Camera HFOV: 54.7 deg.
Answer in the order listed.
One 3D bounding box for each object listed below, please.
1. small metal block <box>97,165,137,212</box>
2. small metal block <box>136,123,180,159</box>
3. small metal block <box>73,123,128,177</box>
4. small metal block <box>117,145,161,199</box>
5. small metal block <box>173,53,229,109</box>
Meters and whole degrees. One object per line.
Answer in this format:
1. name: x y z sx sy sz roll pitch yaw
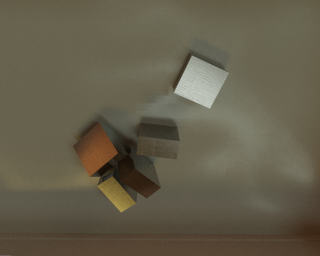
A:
1. small metal block: -0.056 0.078 0.426 0.025 0.050 0.050 -34 107 11
2. small metal block: -0.003 0.016 0.404 0.050 0.050 0.025 7 110 -3
3. small metal block: -0.079 0.029 0.408 0.050 0.025 0.050 -40 68 13
4. small metal block: -0.029 0.058 0.412 0.025 0.050 0.050 -40 124 13
5. small metal block: 0.050 -0.060 0.390 0.050 0.025 0.050 23 108 -9
